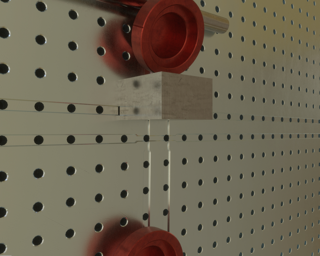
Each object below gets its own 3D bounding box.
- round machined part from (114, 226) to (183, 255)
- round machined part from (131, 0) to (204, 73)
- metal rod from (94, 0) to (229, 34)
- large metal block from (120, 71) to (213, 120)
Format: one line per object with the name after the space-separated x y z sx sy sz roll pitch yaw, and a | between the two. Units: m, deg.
-0.020 0.171 0.381 0.099 0.042 0.097 0 90 -40 | round machined part
0.005 -0.117 0.388 0.099 0.042 0.097 -20 125 -31 | round machined part
-0.016 -0.159 0.395 0.302 0.025 0.025 -2 91 -40 | metal rod
0.007 -0.035 0.379 0.081 0.080 0.050 -1 91 -40 | large metal block
